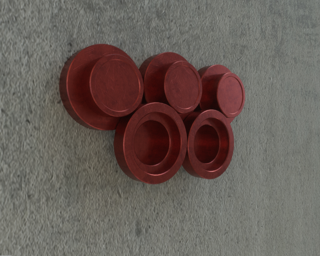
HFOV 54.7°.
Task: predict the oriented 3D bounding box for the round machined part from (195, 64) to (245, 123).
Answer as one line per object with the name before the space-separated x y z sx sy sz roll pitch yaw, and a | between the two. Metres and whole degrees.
round machined part | 0.094 -0.049 0.477 0.099 0.042 0.097 0 90 -40

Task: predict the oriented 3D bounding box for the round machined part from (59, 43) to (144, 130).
round machined part | -0.058 -0.046 0.348 0.099 0.042 0.097 0 90 -40

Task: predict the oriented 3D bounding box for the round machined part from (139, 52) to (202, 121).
round machined part | 0.018 -0.053 0.413 0.099 0.042 0.097 0 90 -40

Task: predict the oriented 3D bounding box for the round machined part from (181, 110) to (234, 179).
round machined part | 0.060 0.023 0.448 0.099 0.042 0.097 0 90 -40

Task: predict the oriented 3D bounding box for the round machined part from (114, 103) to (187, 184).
round machined part | -0.016 0.018 0.384 0.099 0.042 0.097 0 90 -40
